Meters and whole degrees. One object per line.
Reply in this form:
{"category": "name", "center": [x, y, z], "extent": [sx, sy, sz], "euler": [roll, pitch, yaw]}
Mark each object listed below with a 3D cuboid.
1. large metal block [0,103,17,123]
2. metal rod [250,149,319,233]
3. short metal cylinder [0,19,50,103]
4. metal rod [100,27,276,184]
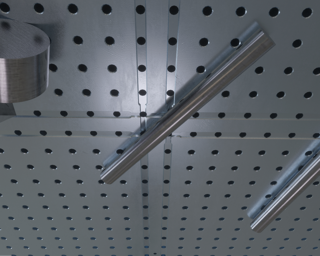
{"category": "large metal block", "center": [-0.228, -0.024, 0.345], "extent": [0.080, 0.080, 0.050], "euler": [-20, 86, 16]}
{"category": "metal rod", "center": [0.226, 0.073, 0.476], "extent": [0.025, 0.025, 0.298], "euler": [15, 129, -13]}
{"category": "short metal cylinder", "center": [-0.155, -0.070, 0.315], "extent": [0.081, 0.080, 0.050], "euler": [11, 129, -10]}
{"category": "metal rod", "center": [0.017, -0.011, 0.402], "extent": [0.025, 0.025, 0.299], "euler": [33, 123, -25]}
